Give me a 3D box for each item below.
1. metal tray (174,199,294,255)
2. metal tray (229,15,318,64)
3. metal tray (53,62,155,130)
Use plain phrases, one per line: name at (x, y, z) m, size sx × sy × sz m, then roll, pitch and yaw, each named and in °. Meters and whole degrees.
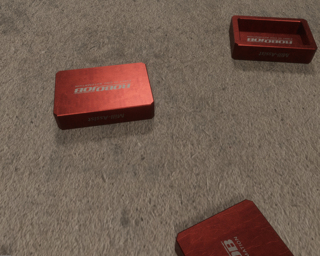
metal tray at (0.082, 0.141, 0.283) m, size 0.091 × 0.030 × 0.130 m, roll -21°, pitch 53°, yaw -17°
metal tray at (0.189, -0.153, 0.531) m, size 0.131 × 0.030 × 0.090 m, roll 4°, pitch 50°, yaw 3°
metal tray at (-0.079, -0.048, 0.439) m, size 0.131 × 0.030 × 0.090 m, roll -7°, pitch 50°, yaw -7°
